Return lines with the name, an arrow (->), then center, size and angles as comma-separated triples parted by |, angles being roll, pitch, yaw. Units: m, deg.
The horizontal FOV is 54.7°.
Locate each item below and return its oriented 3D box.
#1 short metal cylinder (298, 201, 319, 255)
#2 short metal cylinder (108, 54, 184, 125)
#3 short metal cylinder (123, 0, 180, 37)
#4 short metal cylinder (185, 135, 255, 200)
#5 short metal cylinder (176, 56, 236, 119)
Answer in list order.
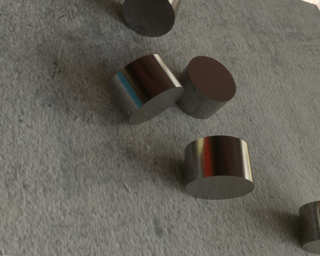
short metal cylinder -> 0.232, 0.135, 0.414 | 0.080, 0.080, 0.050 | 21, 54, -16
short metal cylinder -> -0.017, -0.047, 0.389 | 0.081, 0.080, 0.050 | -24, 75, -37
short metal cylinder -> -0.012, -0.189, 0.479 | 0.080, 0.080, 0.050 | 25, 53, -13
short metal cylinder -> 0.070, 0.051, 0.377 | 0.081, 0.080, 0.050 | 15, 56, -21
short metal cylinder -> 0.065, -0.060, 0.461 | 0.081, 0.050, 0.080 | 14, 56, -21
